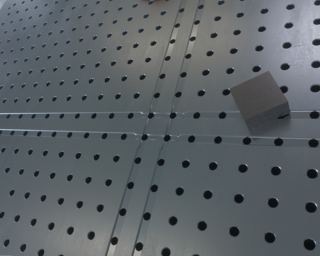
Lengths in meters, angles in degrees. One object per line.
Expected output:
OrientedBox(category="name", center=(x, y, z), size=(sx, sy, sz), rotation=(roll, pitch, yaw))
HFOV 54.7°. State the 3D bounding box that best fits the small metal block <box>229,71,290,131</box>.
OrientedBox(category="small metal block", center=(0.117, -0.032, 0.367), size=(0.050, 0.025, 0.050), rotation=(-25, 53, 13))
